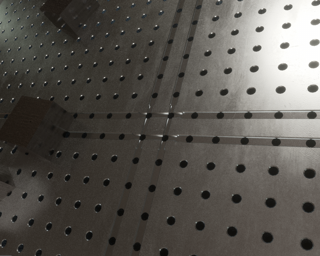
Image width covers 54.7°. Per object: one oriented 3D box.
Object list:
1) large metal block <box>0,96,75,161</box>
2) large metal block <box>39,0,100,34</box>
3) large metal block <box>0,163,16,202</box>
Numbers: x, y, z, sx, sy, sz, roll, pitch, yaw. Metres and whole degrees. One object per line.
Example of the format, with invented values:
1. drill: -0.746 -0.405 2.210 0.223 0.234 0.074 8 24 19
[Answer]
1. large metal block: -0.199 -0.001 0.494 0.080 0.050 0.080 11 67 32
2. large metal block: -0.187 -0.250 0.641 0.080 0.050 0.080 28 77 37
3. large metal block: -0.284 0.087 0.465 0.080 0.080 0.050 -43 51 -2
